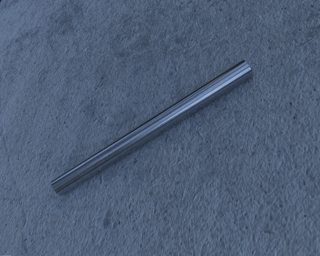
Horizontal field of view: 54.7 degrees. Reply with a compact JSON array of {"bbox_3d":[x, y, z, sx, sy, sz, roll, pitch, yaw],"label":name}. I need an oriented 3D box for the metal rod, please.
[{"bbox_3d":[-0.015,0.003,0.410,0.300,0.025,0.025,-32,52,7],"label":"metal rod"}]
